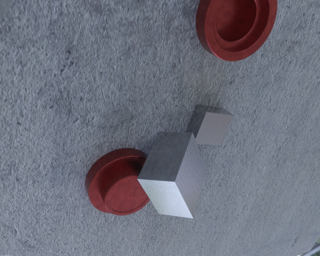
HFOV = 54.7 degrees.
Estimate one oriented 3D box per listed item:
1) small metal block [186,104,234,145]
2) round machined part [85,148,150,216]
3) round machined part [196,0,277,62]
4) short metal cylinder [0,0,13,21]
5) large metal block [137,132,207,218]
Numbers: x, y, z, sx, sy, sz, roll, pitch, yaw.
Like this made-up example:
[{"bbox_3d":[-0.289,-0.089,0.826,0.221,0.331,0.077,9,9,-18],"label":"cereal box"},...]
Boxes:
[{"bbox_3d":[0.071,-0.004,0.445,0.050,0.025,0.050,5,116,-31],"label":"small metal block"},{"bbox_3d":[-0.047,0.079,0.420,0.099,0.042,0.097,-14,125,-21],"label":"round machined part"},{"bbox_3d":[0.084,-0.131,0.362,0.099,0.042,0.097,-14,125,-21],"label":"round machined part"},{"bbox_3d":[-0.156,-0.117,0.233,0.081,0.050,0.079,-14,124,-21],"label":"short metal cylinder"},{"bbox_3d":[0.021,0.062,0.415,0.080,0.050,0.080,65,36,-38],"label":"large metal block"}]
